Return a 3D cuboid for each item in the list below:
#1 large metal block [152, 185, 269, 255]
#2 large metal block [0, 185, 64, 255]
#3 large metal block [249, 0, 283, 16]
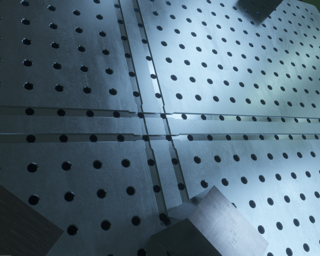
[{"bbox_3d":[0.051,0.118,0.330,0.080,0.080,0.050,47,51,4],"label":"large metal block"},{"bbox_3d":[-0.142,0.100,0.255,0.080,0.050,0.080,38,51,-3],"label":"large metal block"},{"bbox_3d":[0.252,-0.322,0.728,0.080,0.050,0.080,39,51,-2],"label":"large metal block"}]
